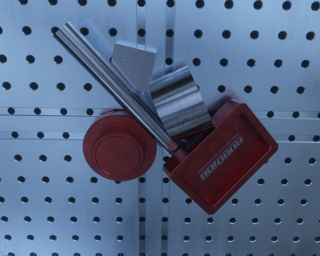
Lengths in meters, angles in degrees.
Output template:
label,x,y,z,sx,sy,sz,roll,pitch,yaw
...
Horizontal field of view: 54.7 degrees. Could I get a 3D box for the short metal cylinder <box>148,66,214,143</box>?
label,x,y,z,sx,sy,sz,roll,pitch,yaw
short metal cylinder,0.026,-0.028,0.374,0.050,0.080,0.080,-24,109,8

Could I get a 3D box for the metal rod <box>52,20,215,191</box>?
label,x,y,z,sx,sy,sz,roll,pitch,yaw
metal rod,-0.012,-0.007,0.393,0.025,0.025,0.300,-38,114,12

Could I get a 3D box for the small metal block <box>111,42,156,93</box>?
label,x,y,z,sx,sy,sz,roll,pitch,yaw
small metal block,-0.035,-0.076,0.385,0.050,0.025,0.050,12,110,-5

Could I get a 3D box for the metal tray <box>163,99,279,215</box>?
label,x,y,z,sx,sy,sz,roll,pitch,yaw
metal tray,0.080,0.038,0.403,0.130,0.030,0.090,-45,113,-2

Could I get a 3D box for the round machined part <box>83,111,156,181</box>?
label,x,y,z,sx,sy,sz,roll,pitch,yaw
round machined part,-0.054,0.029,0.413,0.099,0.042,0.097,0,110,-1
